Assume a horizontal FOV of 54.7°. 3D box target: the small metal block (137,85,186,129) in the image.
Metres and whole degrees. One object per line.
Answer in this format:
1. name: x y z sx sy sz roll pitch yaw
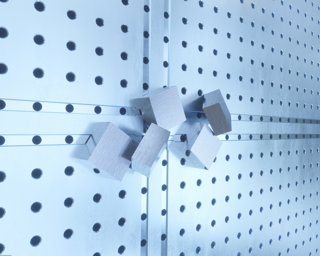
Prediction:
1. small metal block: 0.003 -0.025 0.414 0.050 0.025 0.050 -28 108 -37

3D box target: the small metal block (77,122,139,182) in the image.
1. small metal block: -0.058 0.027 0.362 0.050 0.025 0.050 41 65 -33

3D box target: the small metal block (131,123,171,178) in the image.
1. small metal block: -0.012 0.029 0.382 0.025 0.050 0.050 27 68 6

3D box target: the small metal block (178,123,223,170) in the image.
1. small metal block: 0.061 0.027 0.463 0.050 0.025 0.050 47 62 -30

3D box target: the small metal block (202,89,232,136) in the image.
1. small metal block: 0.087 -0.024 0.470 0.050 0.025 0.050 61 23 -22
